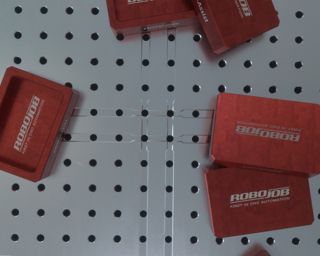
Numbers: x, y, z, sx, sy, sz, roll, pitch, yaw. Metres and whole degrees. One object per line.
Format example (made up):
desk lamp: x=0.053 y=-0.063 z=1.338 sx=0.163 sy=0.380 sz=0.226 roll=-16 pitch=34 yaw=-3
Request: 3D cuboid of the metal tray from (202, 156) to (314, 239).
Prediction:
metal tray: x=0.128 y=0.089 z=0.412 sx=0.131 sy=0.030 sz=0.090 roll=-8 pitch=90 yaw=0

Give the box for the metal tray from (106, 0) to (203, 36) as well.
metal tray: x=-0.005 y=-0.179 z=0.410 sx=0.131 sy=0.030 sz=0.090 roll=-9 pitch=90 yaw=0

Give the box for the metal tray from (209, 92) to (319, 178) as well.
metal tray: x=0.133 y=0.008 z=0.392 sx=0.131 sy=0.030 sz=0.090 roll=8 pitch=72 yaw=5

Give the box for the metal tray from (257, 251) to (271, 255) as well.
metal tray: x=0.153 y=0.244 z=0.411 sx=0.090 sy=0.030 sz=0.130 roll=-41 pitch=90 yaw=0

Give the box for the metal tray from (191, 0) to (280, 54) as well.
metal tray: x=0.086 y=-0.171 z=0.390 sx=0.091 sy=0.030 sz=0.130 roll=-28 pitch=98 yaw=-18

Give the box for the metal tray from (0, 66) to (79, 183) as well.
metal tray: x=-0.174 y=-0.005 z=0.409 sx=0.090 sy=0.030 sz=0.129 roll=21 pitch=90 yaw=0
